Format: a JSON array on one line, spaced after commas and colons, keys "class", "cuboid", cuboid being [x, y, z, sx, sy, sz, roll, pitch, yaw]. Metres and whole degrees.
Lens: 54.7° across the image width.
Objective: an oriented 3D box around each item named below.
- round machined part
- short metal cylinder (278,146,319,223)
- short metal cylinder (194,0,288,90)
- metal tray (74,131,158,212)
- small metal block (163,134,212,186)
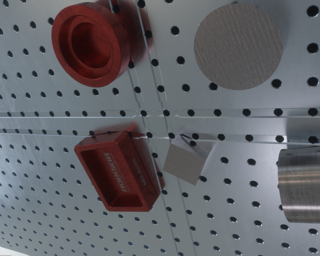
[{"class": "round machined part", "cuboid": [-0.079, -0.103, 0.378, 0.098, 0.042, 0.097, 13, 124, 21]}, {"class": "short metal cylinder", "cuboid": [0.161, 0.060, 0.328, 0.050, 0.080, 0.080, -9, 114, 32]}, {"class": "short metal cylinder", "cuboid": [0.080, -0.083, 0.302, 0.080, 0.050, 0.079, 13, 124, 21]}, {"class": "metal tray", "cuboid": [-0.069, 0.072, 0.488, 0.090, 0.030, 0.129, -10, 114, 32]}, {"class": "small metal block", "cuboid": [0.036, 0.043, 0.419, 0.050, 0.025, 0.050, 24, 127, 13]}]
